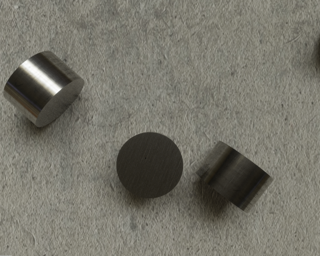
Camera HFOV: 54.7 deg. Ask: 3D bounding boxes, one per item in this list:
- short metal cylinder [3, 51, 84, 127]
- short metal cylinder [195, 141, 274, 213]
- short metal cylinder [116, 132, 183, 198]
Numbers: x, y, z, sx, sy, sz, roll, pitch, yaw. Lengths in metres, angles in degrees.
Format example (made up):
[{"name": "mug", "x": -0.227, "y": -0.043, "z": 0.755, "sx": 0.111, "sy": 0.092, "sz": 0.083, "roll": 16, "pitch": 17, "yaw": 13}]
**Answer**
[{"name": "short metal cylinder", "x": -0.141, "y": -0.047, "z": 0.381, "sx": 0.050, "sy": 0.080, "sz": 0.080, "roll": 42, "pitch": 90, "yaw": 0}, {"name": "short metal cylinder", "x": 0.090, "y": 0.059, "z": 0.383, "sx": 0.080, "sy": 0.080, "sz": 0.050, "roll": 37, "pitch": 90, "yaw": 0}, {"name": "short metal cylinder", "x": -0.012, "y": 0.045, "z": 0.397, "sx": 0.081, "sy": 0.050, "sz": 0.080, "roll": 0, "pitch": 90, "yaw": 0}]
